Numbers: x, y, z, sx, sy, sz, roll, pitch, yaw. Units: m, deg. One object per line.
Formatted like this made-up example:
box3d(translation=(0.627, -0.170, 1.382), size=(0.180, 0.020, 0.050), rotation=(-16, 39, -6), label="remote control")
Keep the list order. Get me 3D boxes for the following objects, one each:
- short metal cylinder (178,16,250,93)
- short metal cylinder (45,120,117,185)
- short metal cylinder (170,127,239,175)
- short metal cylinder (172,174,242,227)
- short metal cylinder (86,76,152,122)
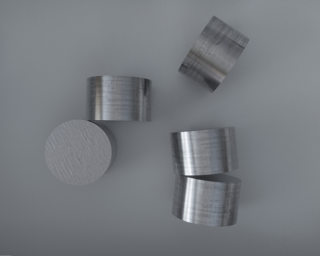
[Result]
box3d(translation=(0.065, -0.090, 0.384), size=(0.050, 0.080, 0.080), rotation=(33, 90, 0), label="short metal cylinder")
box3d(translation=(-0.099, 0.029, 0.398), size=(0.081, 0.050, 0.080), rotation=(0, 90, 0), label="short metal cylinder")
box3d(translation=(0.054, 0.027, 0.384), size=(0.080, 0.080, 0.050), rotation=(-6, 90, 0), label="short metal cylinder")
box3d(translation=(0.057, 0.084, 0.384), size=(0.080, 0.080, 0.050), rotation=(6, 90, 0), label="short metal cylinder")
box3d(translation=(-0.050, -0.034, 0.383), size=(0.081, 0.080, 0.050), rotation=(1, 90, 0), label="short metal cylinder")
